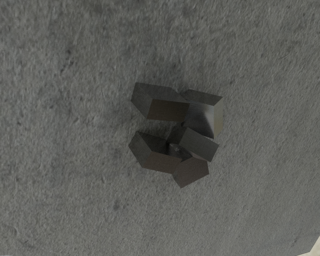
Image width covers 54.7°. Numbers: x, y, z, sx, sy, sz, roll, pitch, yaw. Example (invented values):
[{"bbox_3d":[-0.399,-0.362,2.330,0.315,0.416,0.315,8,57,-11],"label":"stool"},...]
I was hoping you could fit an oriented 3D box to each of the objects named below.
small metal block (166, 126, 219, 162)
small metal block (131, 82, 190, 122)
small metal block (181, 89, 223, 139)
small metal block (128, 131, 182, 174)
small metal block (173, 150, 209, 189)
[{"bbox_3d":[0.042,0.021,0.415,0.050,0.050,0.025,29,83,-16],"label":"small metal block"},{"bbox_3d":[-0.001,-0.031,0.372,0.050,0.050,0.025,4,117,-31],"label":"small metal block"},{"bbox_3d":[0.054,-0.019,0.407,0.025,0.050,0.050,-41,137,-39],"label":"small metal block"},{"bbox_3d":[-0.007,0.032,0.408,0.050,0.050,0.025,18,109,-36],"label":"small metal block"},{"bbox_3d":[0.043,0.056,0.467,0.050,0.025,0.050,-25,128,-14],"label":"small metal block"}]
